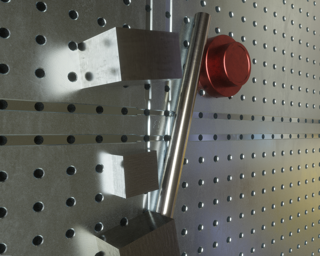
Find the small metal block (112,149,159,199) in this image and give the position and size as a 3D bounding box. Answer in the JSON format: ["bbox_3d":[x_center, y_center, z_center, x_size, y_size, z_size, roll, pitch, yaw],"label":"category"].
[{"bbox_3d":[-0.030,0.055,0.384,0.050,0.025,0.050,-6,94,-40],"label":"small metal block"}]

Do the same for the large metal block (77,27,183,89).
[{"bbox_3d":[-0.034,-0.074,0.345,0.081,0.080,0.050,-10,97,-40],"label":"large metal block"}]

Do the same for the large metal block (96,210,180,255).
[{"bbox_3d":[-0.023,0.157,0.374,0.081,0.050,0.079,-16,100,-39],"label":"large metal block"}]

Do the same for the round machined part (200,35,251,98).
[{"bbox_3d":[0.106,-0.098,0.487,0.099,0.042,0.097,0,90,-40],"label":"round machined part"}]

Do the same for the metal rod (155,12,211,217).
[{"bbox_3d":[0.034,-0.022,0.437,0.025,0.025,0.299,20,78,-39],"label":"metal rod"}]
